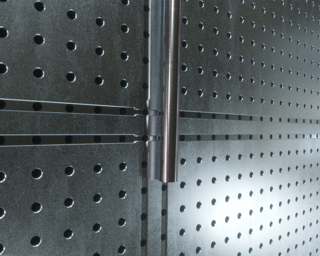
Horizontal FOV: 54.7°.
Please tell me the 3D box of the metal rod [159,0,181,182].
[{"bbox_3d":[0.014,-0.077,0.423,0.025,0.025,0.298,2,89,-40],"label":"metal rod"}]
